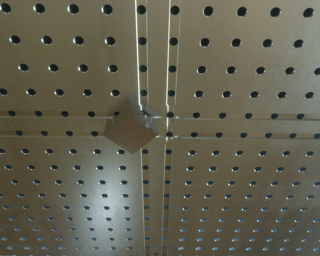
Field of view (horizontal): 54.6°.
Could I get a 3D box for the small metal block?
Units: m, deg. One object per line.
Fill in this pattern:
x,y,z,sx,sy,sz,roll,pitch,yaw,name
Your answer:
-0.038,0.002,0.413,0.050,0.025,0.050,36,121,-27,small metal block
